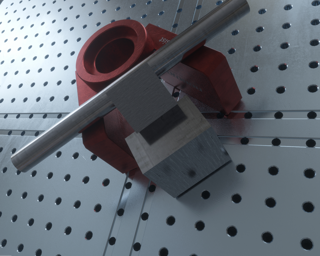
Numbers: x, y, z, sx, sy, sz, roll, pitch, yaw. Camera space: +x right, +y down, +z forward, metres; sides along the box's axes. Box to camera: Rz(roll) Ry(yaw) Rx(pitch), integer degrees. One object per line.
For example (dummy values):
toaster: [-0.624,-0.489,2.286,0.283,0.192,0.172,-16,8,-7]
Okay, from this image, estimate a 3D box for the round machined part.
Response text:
round machined part: [-0.051,-0.084,0.386,0.098,0.042,0.098,-13,56,20]

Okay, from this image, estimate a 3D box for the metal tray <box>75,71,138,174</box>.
metal tray: [-0.068,-0.015,0.409,0.030,0.090,0.130,-26,53,12]

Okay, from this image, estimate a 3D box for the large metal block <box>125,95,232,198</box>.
large metal block: [0.022,0.024,0.342,0.080,0.080,0.050,-36,52,4]

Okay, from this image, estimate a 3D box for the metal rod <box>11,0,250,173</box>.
metal rod: [-0.035,-0.046,0.338,0.300,0.025,0.025,-35,52,4]

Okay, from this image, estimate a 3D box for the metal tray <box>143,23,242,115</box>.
metal tray: [0.035,-0.075,0.392,0.130,0.090,0.030,36,83,38]

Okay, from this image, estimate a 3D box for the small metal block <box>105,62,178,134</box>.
small metal block: [-0.018,-0.030,0.314,0.050,0.050,0.025,-37,7,3]
